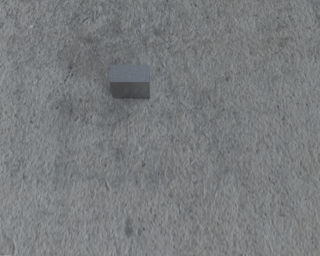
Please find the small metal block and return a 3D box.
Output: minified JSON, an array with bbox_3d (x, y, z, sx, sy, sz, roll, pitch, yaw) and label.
[{"bbox_3d":[-0.039,-0.061,0.417,0.050,0.050,0.025,0,70,0],"label":"small metal block"}]
